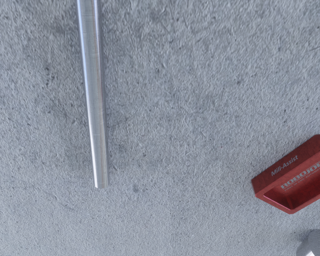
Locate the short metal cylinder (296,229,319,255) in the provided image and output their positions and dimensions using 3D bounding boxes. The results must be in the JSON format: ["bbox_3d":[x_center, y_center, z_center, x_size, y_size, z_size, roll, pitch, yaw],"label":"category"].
[{"bbox_3d":[0.306,0.239,0.580,0.081,0.080,0.050,7,130,-7],"label":"short metal cylinder"}]

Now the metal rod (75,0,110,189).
[{"bbox_3d":[-0.079,-0.030,0.380,0.025,0.025,0.298,3,130,-3],"label":"metal rod"}]

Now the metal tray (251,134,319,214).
[{"bbox_3d":[0.218,0.075,0.471,0.090,0.030,0.129,29,124,-23],"label":"metal tray"}]
